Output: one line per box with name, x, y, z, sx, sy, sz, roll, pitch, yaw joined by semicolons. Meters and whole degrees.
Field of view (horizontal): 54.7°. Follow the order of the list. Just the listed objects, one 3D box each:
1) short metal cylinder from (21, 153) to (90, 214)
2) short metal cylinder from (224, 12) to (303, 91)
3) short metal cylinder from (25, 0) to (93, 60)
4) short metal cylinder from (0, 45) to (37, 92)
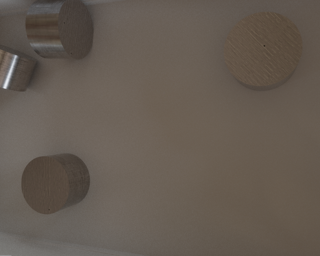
short metal cylinder;-0.150;0.078;0.449;0.080;0.050;0.079;0;90;19
short metal cylinder;0.118;-0.085;0.356;0.080;0.050;0.079;0;90;19
short metal cylinder;-0.136;-0.136;0.428;0.050;0.080;0.079;6;92;19
short metal cylinder;-0.233;-0.093;0.461;0.080;0.080;0.050;26;99;18
